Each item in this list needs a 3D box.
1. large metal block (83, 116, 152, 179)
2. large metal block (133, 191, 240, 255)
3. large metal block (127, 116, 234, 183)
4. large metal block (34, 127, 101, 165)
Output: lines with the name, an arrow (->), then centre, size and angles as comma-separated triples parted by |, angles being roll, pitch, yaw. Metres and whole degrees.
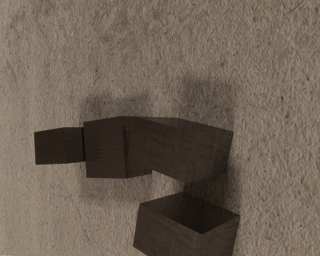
large metal block -> -0.061, 0.028, 0.436 | 0.080, 0.050, 0.080 | -7, 86, 39
large metal block -> 0.030, 0.114, 0.343 | 0.080, 0.081, 0.050 | 15, 100, 38
large metal block -> 0.024, 0.020, 0.348 | 0.080, 0.081, 0.050 | 16, 100, 38
large metal block -> -0.134, 0.027, 0.477 | 0.080, 0.081, 0.050 | -7, 86, 39
